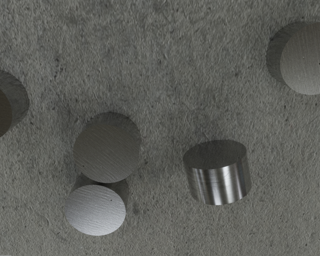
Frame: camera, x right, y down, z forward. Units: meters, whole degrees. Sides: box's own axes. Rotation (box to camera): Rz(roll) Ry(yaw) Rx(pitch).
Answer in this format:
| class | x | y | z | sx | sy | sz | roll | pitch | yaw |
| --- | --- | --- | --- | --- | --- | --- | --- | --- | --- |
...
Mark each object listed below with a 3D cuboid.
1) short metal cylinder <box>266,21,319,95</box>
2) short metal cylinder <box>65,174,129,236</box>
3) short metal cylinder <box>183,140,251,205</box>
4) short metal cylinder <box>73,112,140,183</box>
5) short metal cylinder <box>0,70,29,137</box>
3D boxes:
| class | x | y | z | sx | sy | sz | roll | pitch | yaw |
| --- | --- | --- | --- | --- | --- | --- | --- | --- | --- |
| short metal cylinder | 0.174 | -0.084 | 0.367 | 0.081 | 0.050 | 0.079 | 0 | 110 | 0 |
| short metal cylinder | -0.086 | 0.101 | 0.433 | 0.081 | 0.050 | 0.079 | 0 | 110 | 0 |
| short metal cylinder | 0.074 | 0.055 | 0.401 | 0.080 | 0.080 | 0.050 | -12 | 110 | 4 |
| short metal cylinder | -0.067 | 0.024 | 0.405 | 0.081 | 0.050 | 0.079 | 0 | 110 | 0 |
| short metal cylinder | -0.213 | -0.029 | 0.384 | 0.081 | 0.050 | 0.079 | 0 | 110 | 0 |
